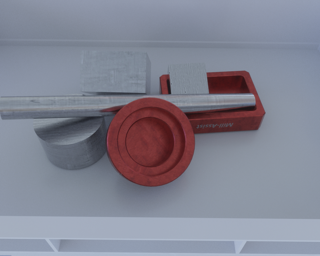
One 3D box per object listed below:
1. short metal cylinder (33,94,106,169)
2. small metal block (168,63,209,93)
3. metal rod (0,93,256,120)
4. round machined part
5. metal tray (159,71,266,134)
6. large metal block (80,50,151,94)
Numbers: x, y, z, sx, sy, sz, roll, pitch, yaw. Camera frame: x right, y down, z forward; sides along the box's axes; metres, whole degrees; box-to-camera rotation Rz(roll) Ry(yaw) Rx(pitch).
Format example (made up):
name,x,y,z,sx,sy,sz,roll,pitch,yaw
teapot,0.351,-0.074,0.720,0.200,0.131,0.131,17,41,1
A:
name,x,y,z,sx,sy,sz,roll,pitch,yaw
short metal cylinder,-0.107,0.004,0.381,0.081,0.050,0.080,0,50,0
small metal block,0.038,-0.061,0.427,0.050,0.025,0.050,-4,76,-3
metal rod,-0.023,-0.028,0.372,0.303,0.025,0.025,-3,49,-17
round machined part,-0.013,0.017,0.357,0.099,0.042,0.097,2,83,-15
metal tray,0.068,-0.037,0.431,0.131,0.030,0.090,-3,50,-4
large metal block,-0.056,-0.070,0.416,0.080,0.080,0.050,2,92,2
